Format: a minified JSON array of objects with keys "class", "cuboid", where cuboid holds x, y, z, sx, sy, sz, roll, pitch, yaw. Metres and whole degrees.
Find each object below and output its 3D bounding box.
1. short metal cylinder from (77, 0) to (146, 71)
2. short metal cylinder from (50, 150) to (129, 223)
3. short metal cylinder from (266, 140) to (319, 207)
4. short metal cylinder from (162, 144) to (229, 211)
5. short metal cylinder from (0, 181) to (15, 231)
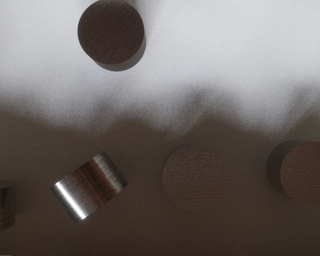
[{"class":"short metal cylinder","cuboid":[-0.059,-0.117,0.398,0.081,0.050,0.080,0,90,0]},{"class":"short metal cylinder","cuboid":[-0.086,0.071,0.383,0.080,0.080,0.050,-35,90,0]},{"class":"short metal cylinder","cuboid":[0.186,0.056,0.400,0.081,0.050,0.080,0,90,0]},{"class":"short metal cylinder","cuboid":[0.043,0.061,0.399,0.081,0.050,0.080,0,90,0]},{"class":"short metal cylinder","cuboid":[-0.223,0.097,0.382,0.081,0.080,0.050,-1,90,0]}]
